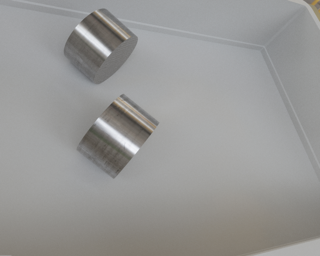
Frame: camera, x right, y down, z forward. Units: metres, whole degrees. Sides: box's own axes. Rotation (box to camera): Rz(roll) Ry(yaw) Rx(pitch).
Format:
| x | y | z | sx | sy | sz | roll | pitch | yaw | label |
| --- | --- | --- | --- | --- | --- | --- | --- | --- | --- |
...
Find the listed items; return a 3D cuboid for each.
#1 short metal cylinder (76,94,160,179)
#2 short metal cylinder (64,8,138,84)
| x | y | z | sx | sy | sz | roll | pitch | yaw | label |
| --- | --- | --- | --- | --- | --- | --- | --- | --- | --- |
| -0.045 | 0.009 | 0.342 | 0.050 | 0.080 | 0.080 | 39 | 51 | -3 | short metal cylinder |
| -0.074 | -0.103 | 0.394 | 0.050 | 0.080 | 0.080 | 43 | 51 | 0 | short metal cylinder |
